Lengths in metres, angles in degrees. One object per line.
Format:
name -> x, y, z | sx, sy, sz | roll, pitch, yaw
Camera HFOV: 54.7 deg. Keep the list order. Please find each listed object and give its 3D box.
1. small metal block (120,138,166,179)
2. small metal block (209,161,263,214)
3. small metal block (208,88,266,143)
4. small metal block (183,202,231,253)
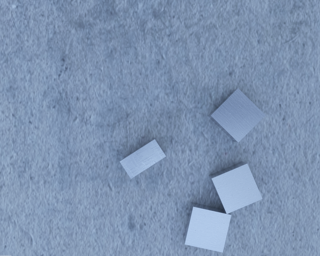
small metal block -> -0.021, 0.037, 0.397 | 0.050, 0.050, 0.025 | -33, 90, 0
small metal block -> 0.099, 0.078, 0.411 | 0.050, 0.025, 0.050 | -23, 90, -1
small metal block -> 0.101, -0.016, 0.411 | 0.050, 0.025, 0.050 | 45, 90, -1
small metal block -> 0.062, 0.131, 0.411 | 0.050, 0.025, 0.050 | 13, 90, -1
